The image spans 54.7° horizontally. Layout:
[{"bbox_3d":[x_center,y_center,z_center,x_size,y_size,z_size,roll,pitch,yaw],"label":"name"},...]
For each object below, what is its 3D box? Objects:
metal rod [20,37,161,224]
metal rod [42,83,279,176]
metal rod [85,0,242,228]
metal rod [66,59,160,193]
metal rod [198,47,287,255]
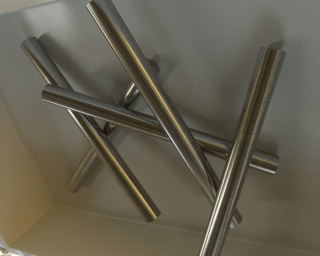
[{"bbox_3d":[-0.096,0.002,0.430,0.025,0.025,0.299,-36,89,38],"label":"metal rod"},{"bbox_3d":[-0.006,-0.001,0.386,0.301,0.025,0.025,18,126,8],"label":"metal rod"},{"bbox_3d":[0.015,-0.004,0.346,0.025,0.025,0.299,-20,110,36],"label":"metal rod"},{"bbox_3d":[-0.084,0.016,0.462,0.025,0.025,0.298,40,129,1],"label":"metal rod"},{"bbox_3d":[0.079,0.063,0.344,0.025,0.025,0.298,18,106,18],"label":"metal rod"}]
